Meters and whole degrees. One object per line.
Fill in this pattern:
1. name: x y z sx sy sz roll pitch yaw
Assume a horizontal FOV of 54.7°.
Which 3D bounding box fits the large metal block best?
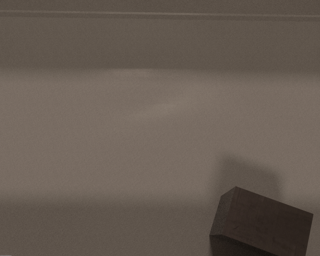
1. large metal block: 0.107 0.108 0.342 0.080 0.080 0.050 19 71 6
